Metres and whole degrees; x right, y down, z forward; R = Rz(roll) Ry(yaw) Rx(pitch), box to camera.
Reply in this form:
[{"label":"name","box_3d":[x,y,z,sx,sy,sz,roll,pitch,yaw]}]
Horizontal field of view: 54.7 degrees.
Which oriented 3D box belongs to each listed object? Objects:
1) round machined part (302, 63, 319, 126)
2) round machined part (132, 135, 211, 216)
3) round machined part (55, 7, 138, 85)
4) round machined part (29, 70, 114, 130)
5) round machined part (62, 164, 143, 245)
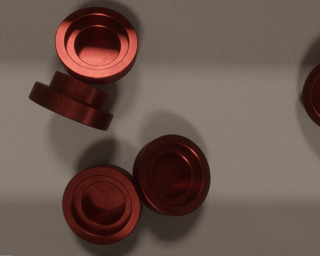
[{"label":"round machined part","box_3d":[0.237,-0.043,0.389,0.098,0.042,0.097,9,104,41]},{"label":"round machined part","box_3d":[0.011,0.060,0.389,0.099,0.042,0.098,8,72,-25]},{"label":"round machined part","box_3d":[-0.078,-0.099,0.393,0.099,0.042,0.098,2,74,-7]},{"label":"round machined part","box_3d":[-0.101,-0.036,0.373,0.098,0.098,0.042,24,91,-1]},{"label":"round machined part","box_3d":[-0.070,0.094,0.398,0.099,0.042,0.097,0,93,6]}]
